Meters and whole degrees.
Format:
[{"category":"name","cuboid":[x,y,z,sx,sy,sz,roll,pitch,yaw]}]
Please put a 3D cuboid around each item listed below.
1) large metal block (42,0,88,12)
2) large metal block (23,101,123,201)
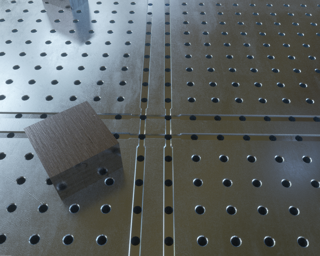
[{"category":"large metal block","cuboid":[-0.197,-0.289,0.612,0.080,0.080,0.050,25,54,19]},{"category":"large metal block","cuboid":[-0.102,0.024,0.370,0.081,0.050,0.080,-28,56,-22]}]
